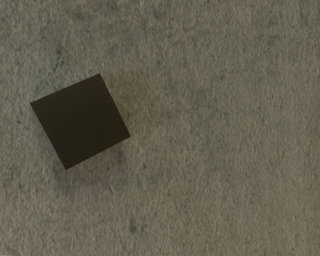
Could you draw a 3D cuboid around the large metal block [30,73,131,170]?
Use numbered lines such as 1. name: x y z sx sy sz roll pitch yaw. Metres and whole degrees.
1. large metal block: -0.093 -0.008 0.362 0.081 0.050 0.080 -28 100 -18
